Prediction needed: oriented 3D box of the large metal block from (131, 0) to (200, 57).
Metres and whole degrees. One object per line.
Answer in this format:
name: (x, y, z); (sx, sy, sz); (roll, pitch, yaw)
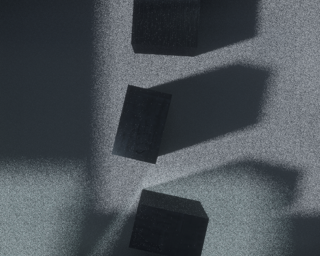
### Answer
large metal block: (0.008, -0.139, 0.399); (0.080, 0.050, 0.080); (3, 90, 0)

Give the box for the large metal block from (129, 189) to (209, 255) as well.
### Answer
large metal block: (0.010, 0.117, 0.384); (0.080, 0.080, 0.050); (12, 90, 0)

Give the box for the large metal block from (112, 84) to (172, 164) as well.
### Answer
large metal block: (-0.020, -0.004, 0.384); (0.050, 0.080, 0.080); (13, 90, 0)
